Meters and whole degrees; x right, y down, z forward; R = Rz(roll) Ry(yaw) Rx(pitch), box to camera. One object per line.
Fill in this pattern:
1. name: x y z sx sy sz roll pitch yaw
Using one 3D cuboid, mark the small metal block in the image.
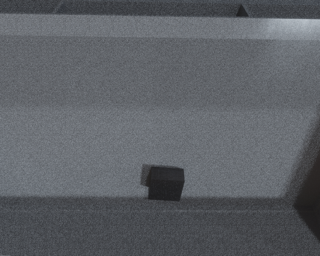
1. small metal block: 0.009 0.088 0.484 0.050 0.025 0.050 5 130 -5
